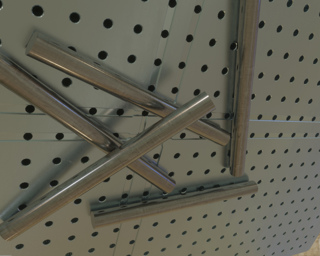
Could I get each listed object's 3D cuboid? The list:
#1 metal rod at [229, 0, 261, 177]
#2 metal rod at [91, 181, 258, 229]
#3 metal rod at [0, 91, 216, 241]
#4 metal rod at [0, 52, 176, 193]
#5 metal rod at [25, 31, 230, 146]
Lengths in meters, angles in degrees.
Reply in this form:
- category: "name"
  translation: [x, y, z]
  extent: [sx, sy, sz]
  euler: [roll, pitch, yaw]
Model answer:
- category: "metal rod"
  translation: [0.120, -0.048, 0.449]
  extent: [0.025, 0.025, 0.298]
  euler: [-18, 126, -18]
- category: "metal rod"
  translation: [0.039, 0.121, 0.509]
  extent: [0.303, 0.025, 0.025]
  euler: [-4, 121, -27]
- category: "metal rod"
  translation: [-0.067, 0.049, 0.376]
  extent: [0.301, 0.025, 0.025]
  euler: [-33, 130, 5]
- category: "metal rod"
  translation: [-0.073, 0.012, 0.379]
  extent: [0.025, 0.025, 0.300]
  euler: [-46, 130, 3]
- category: "metal rod"
  translation: [-0.012, -0.032, 0.385]
  extent: [0.302, 0.025, 0.025]
  euler: [24, 105, -37]
